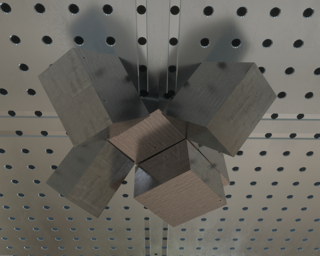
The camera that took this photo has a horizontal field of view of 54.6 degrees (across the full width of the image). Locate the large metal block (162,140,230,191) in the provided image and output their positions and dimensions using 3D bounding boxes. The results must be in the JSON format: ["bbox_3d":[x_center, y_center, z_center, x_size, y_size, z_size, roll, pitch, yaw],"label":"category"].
[{"bbox_3d":[0.041,0.055,0.441,0.080,0.050,0.080,-30,123,22],"label":"large metal block"}]

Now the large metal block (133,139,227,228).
[{"bbox_3d":[0.025,0.072,0.389,0.080,0.050,0.080,-31,125,22],"label":"large metal block"}]

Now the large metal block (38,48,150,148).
[{"bbox_3d":[-0.065,-0.032,0.327,0.050,0.080,0.080,-31,85,23],"label":"large metal block"}]

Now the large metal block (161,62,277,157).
[{"bbox_3d":[0.062,-0.024,0.335,0.050,0.080,0.080,45,77,-30],"label":"large metal block"}]

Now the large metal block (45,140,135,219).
[{"bbox_3d":[-0.092,0.060,0.405,0.050,0.080,0.080,45,159,-30],"label":"large metal block"}]

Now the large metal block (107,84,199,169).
[{"bbox_3d":[-0.008,0.005,0.399,0.080,0.050,0.080,-31,124,23],"label":"large metal block"}]
